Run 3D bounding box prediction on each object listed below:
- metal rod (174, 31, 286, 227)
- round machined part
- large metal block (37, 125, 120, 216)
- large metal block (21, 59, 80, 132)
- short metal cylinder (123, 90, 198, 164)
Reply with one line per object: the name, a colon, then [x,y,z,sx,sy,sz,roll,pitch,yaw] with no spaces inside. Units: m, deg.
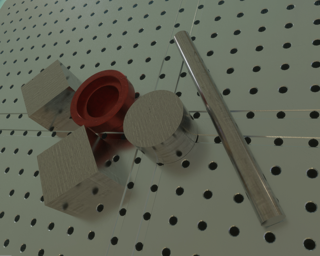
metal rod: [0.071,-0.025,0.386,0.025,0.025,0.299,-27,52,11]
round machined part: [-0.080,-0.035,0.460,0.098,0.042,0.098,-13,57,21]
large metal block: [-0.111,0.056,0.416,0.080,0.050,0.080,-33,52,6]
large metal block: [-0.177,-0.055,0.519,0.080,0.050,0.080,-36,51,4]
short metal cylinder: [0.001,-0.001,0.392,0.080,0.050,0.080,-13,56,21]
